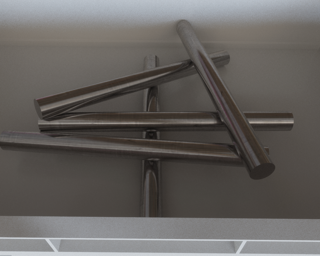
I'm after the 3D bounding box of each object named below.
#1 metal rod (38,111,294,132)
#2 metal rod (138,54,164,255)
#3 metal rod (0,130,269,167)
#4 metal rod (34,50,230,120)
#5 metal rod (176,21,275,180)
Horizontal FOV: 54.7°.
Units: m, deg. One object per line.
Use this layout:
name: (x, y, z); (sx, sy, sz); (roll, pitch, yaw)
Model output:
metal rod: (0.008, -0.008, 0.378); (0.302, 0.025, 0.025); (0, 50, -1)
metal rod: (-0.011, 0.007, 0.398); (0.025, 0.025, 0.300); (0, 50, -1)
metal rod: (-0.034, 0.023, 0.353); (0.302, 0.025, 0.025); (3, 50, 6)
metal rod: (-0.016, -0.068, 0.425); (0.302, 0.025, 0.025); (-21, 53, -31)
metal rod: (0.067, -0.061, 0.397); (0.025, 0.025, 0.300); (-8, 44, -7)
